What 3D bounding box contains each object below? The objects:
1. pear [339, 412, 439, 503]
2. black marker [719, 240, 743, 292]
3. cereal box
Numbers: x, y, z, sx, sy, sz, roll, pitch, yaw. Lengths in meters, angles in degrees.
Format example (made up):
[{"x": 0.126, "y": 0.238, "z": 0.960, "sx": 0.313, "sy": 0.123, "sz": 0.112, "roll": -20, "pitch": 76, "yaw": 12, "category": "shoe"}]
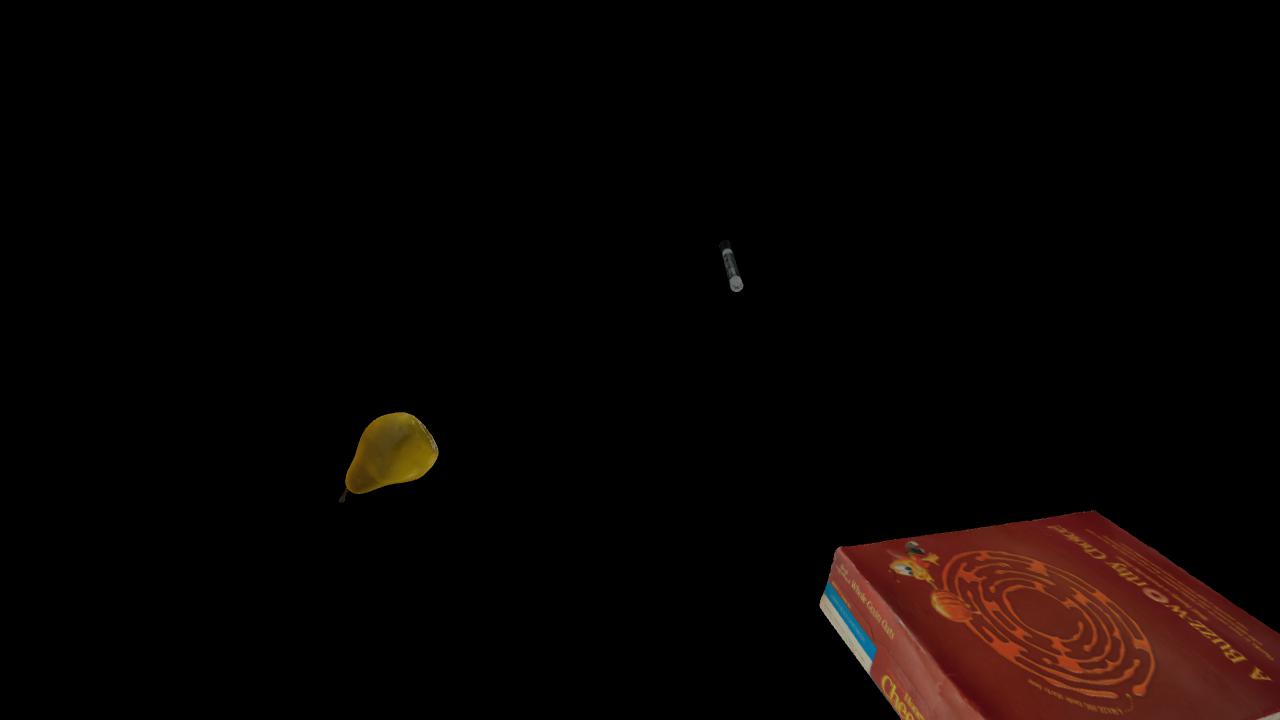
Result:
[{"x": -0.266, "y": 0.103, "z": 0.626, "sx": 0.111, "sy": 0.080, "sz": 0.080, "roll": -34, "pitch": 9, "yaw": -13, "category": "pear"}, {"x": 0.138, "y": -0.147, "z": 0.941, "sx": 0.020, "sy": 0.020, "sz": 0.121, "roll": 0, "pitch": 42, "yaw": -4, "category": "black marker"}, {"x": 0.328, "y": 0.223, "z": 0.485, "sx": 0.306, "sy": 0.081, "sz": 0.203, "roll": -3, "pitch": 25, "yaw": -19, "category": "cereal box"}]
